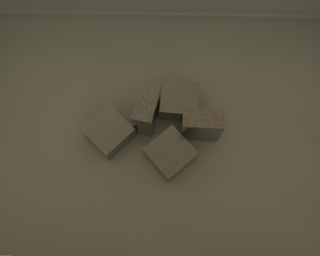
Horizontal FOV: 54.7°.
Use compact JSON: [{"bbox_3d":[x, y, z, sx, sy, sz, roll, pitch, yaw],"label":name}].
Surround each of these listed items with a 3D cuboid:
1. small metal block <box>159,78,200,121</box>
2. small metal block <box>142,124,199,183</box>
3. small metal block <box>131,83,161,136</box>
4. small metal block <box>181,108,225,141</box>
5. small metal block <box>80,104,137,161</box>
[{"bbox_3d":[0.026,-0.038,0.422,0.050,0.025,0.050,6,70,2],"label":"small metal block"},{"bbox_3d":[0.013,0.033,0.395,0.050,0.025,0.050,-39,75,-13],"label":"small metal block"},{"bbox_3d":[-0.017,-0.023,0.402,0.025,0.050,0.050,12,71,4],"label":"small metal block"},{"bbox_3d":[0.052,-0.003,0.396,0.050,0.050,0.025,3,70,1],"label":"small metal block"},{"bbox_3d":[-0.067,0.005,0.405,0.050,0.025,0.050,-43,76,-14],"label":"small metal block"}]
